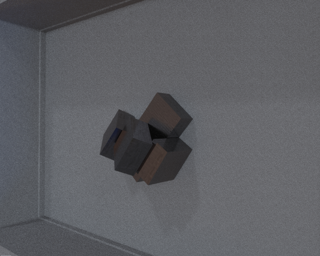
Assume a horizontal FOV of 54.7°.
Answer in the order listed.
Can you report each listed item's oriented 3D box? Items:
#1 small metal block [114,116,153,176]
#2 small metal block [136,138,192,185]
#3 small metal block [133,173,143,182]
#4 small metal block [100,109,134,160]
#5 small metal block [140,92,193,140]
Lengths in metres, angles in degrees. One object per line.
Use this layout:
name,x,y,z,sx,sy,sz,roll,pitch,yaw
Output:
small metal block,-0.035,0.022,0.383,0.050,0.025,0.050,-59,23,23
small metal block,0.005,0.040,0.382,0.025,0.050,0.050,43,116,31
small metal block,-0.024,0.037,0.422,0.050,0.025,0.050,50,119,28
small metal block,-0.060,0.010,0.436,0.050,0.025,0.050,-55,20,26
small metal block,0.006,-0.010,0.398,0.050,0.025,0.050,50,119,28
